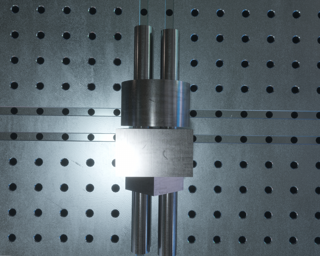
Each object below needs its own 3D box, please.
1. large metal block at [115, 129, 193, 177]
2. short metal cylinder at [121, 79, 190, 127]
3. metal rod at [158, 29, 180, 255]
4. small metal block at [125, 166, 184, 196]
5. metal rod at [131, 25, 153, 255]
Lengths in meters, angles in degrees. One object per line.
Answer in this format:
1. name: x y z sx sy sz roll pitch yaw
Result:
1. large metal block: -0.006 0.026 0.361 0.081 0.080 0.050 0 90 -1
2. short metal cylinder: -0.005 -0.027 0.365 0.081 0.080 0.050 1 90 -1
3. metal rod: 0.012 0.020 0.415 0.025 0.025 0.298 1 90 -1
4. small metal block: -0.007 0.063 0.378 0.050 0.050 0.025 1 90 -45
5. metal rod: -0.024 0.015 0.414 0.025 0.025 0.298 1 90 -1
